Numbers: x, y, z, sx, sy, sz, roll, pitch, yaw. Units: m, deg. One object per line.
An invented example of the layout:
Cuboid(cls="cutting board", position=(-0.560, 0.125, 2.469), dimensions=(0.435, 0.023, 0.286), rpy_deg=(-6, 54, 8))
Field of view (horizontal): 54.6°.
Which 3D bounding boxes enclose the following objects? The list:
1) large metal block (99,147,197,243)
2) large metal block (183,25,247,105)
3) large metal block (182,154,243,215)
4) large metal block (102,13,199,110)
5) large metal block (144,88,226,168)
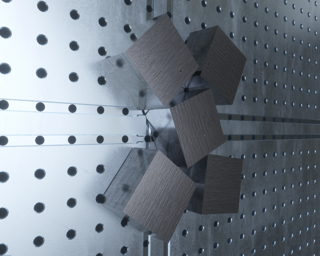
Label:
Cuboid(cls="large metal block", position=(-0.012, 0.080, 0.380), dimensions=(0.080, 0.050, 0.080), rpy_deg=(45, 63, -30))
Cuboid(cls="large metal block", position=(0.075, -0.087, 0.453), dimensions=(0.080, 0.050, 0.080), rpy_deg=(33, 70, -38))
Cuboid(cls="large metal block", position=(0.073, 0.080, 0.453), dimensions=(0.081, 0.050, 0.080), rpy_deg=(12, 83, -40))
Cuboid(cls="large metal block", position=(-0.009, -0.080, 0.384), dimensions=(0.080, 0.050, 0.080), rpy_deg=(-51, 120, -27))
Cuboid(cls="large metal block", position=(0.036, -0.002, 0.421), dimensions=(0.081, 0.050, 0.080), rpy_deg=(-28, 108, -36))
